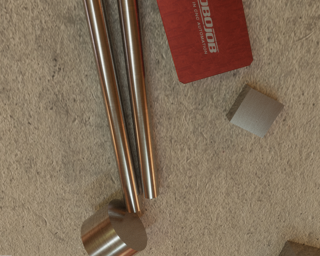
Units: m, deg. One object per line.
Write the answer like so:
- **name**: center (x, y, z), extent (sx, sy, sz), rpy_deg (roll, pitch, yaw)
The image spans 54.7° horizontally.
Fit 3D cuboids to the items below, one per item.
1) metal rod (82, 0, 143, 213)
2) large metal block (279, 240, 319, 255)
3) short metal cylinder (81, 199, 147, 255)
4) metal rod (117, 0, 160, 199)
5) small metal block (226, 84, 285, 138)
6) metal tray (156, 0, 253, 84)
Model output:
- **metal rod**: center (-0.058, -0.022, 0.400), extent (0.025, 0.025, 0.298), rpy_deg (-8, 110, 2)
- **large metal block**: center (0.229, 0.233, 0.486), extent (0.080, 0.050, 0.079), rpy_deg (16, 109, -7)
- **short metal cylinder**: center (-0.063, 0.148, 0.434), extent (0.050, 0.080, 0.080), rpy_deg (-38, 106, 13)
- **metal rod**: center (-0.027, -0.045, 0.392), extent (0.025, 0.025, 0.298), rpy_deg (-5, 110, 1)
- **small metal block**: center (0.123, -0.022, 0.403), extent (0.050, 0.025, 0.050), rpy_deg (25, 108, -10)
- **metal tray**: center (0.049, -0.126, 0.361), extent (0.090, 0.030, 0.129), rpy_deg (-16, 110, 5)
